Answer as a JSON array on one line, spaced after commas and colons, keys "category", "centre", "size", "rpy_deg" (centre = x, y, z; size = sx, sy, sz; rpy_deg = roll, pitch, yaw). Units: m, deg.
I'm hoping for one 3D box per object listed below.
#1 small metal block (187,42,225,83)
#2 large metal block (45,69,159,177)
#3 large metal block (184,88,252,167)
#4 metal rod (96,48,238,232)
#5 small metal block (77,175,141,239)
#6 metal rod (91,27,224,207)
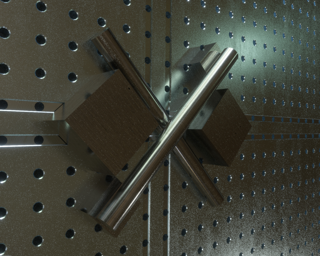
[{"category": "small metal block", "centre": [0.076, -0.093, 0.473], "size": [0.050, 0.025, 0.050], "rpy_deg": [-52, 120, -27]}, {"category": "large metal block", "centre": [-0.061, -0.006, 0.342], "size": [0.080, 0.050, 0.080], "rpy_deg": [-51, 120, -28]}, {"category": "large metal block", "centre": [0.083, -0.001, 0.462], "size": [0.080, 0.050, 0.080], "rpy_deg": [51, 60, -28]}, {"category": "metal rod", "centre": [0.024, -0.004, 0.396], "size": [0.301, 0.025, 0.025], "rpy_deg": [-52, 121, -27]}, {"category": "small metal block", "centre": [-0.058, 0.090, 0.361], "size": [0.050, 0.025, 0.050], "rpy_deg": [52, 60, -27]}, {"category": "metal rod", "centre": [0.010, 0.003, 0.416], "size": [0.025, 0.025, 0.299], "rpy_deg": [-50, 120, -28]}]
